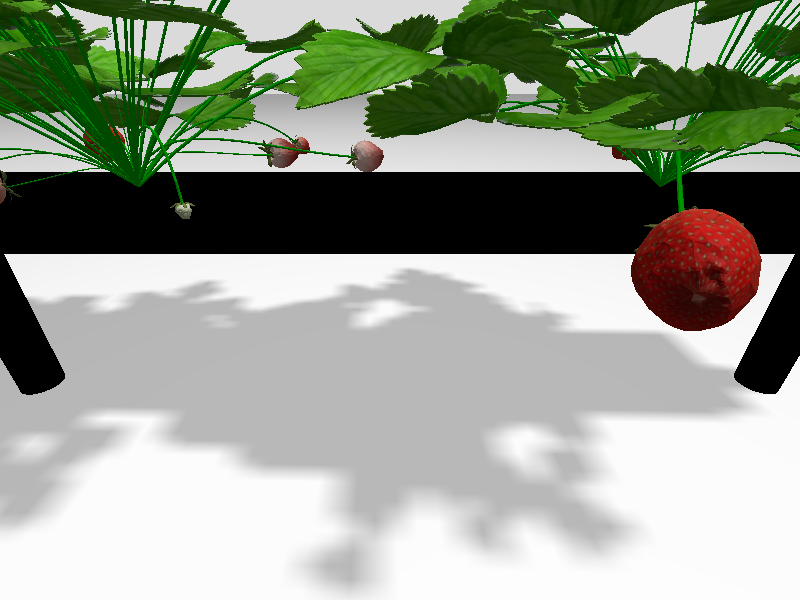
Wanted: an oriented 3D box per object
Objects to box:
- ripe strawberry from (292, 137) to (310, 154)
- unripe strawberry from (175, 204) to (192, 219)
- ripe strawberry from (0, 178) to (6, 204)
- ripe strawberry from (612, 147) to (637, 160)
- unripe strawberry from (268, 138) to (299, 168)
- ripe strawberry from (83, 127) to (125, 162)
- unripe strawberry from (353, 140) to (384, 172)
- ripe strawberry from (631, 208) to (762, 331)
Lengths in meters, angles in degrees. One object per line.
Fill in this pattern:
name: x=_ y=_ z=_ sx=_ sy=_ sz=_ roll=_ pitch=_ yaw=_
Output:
ripe strawberry: x=-0.119 y=-0.187 z=0.486 sx=0.023 sy=0.019 sz=0.023 roll=17 pitch=7 yaw=28
unripe strawberry: x=-0.128 y=-0.052 z=0.237 sx=0.009 sy=0.010 sz=0.010 roll=-22 pitch=35 yaw=-34
ripe strawberry: x=-0.294 y=-0.077 z=0.279 sx=0.029 sy=0.025 sz=0.029 roll=-26 pitch=38 yaw=-38
ripe strawberry: x=0.256 y=-0.173 z=0.451 sx=0.032 sy=0.027 sz=0.032 roll=7 pitch=29 yaw=12
unripe strawberry: x=-0.119 y=-0.150 z=0.410 sx=0.029 sy=0.029 sz=0.032 roll=-20 pitch=34 yaw=-33
ripe strawberry: x=-0.335 y=-0.179 z=0.454 sx=0.039 sy=0.041 sz=0.042 roll=-21 pitch=35 yaw=-34
unripe strawberry: x=-0.031 y=-0.144 z=0.402 sx=0.030 sy=0.030 sz=0.028 roll=-9 pitch=30 yaw=-18
ripe strawberry: x=0.101 y=-0.009 z=0.138 sx=0.037 sy=0.042 sz=0.040 roll=15 pitch=33 yaw=25
